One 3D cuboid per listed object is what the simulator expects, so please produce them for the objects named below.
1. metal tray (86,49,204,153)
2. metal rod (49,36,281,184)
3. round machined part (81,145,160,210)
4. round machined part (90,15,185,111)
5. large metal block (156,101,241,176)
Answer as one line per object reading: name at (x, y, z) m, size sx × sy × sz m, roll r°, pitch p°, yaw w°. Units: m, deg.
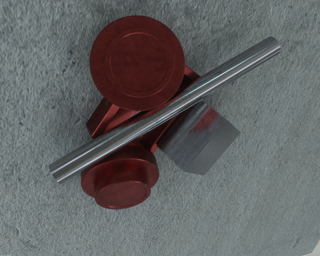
metal tray at (-0.017, -0.029, 0.378) m, size 0.090 × 0.030 × 0.130 m, roll 27°, pitch 103°, yaw -38°
metal rod at (0.013, -0.026, 0.362) m, size 0.301 × 0.025 × 0.025 m, roll -31°, pitch 129°, yaw -9°
round machined part at (-0.048, 0.068, 0.391) m, size 0.099 × 0.042 × 0.097 m, roll -9°, pitch 140°, yaw -7°
round machined part at (-0.022, -0.066, 0.318) m, size 0.099 × 0.042 × 0.097 m, roll -1°, pitch 97°, yaw -8°
large metal block at (0.054, 0.014, 0.412) m, size 0.080 × 0.050 × 0.080 m, roll -51°, pitch 153°, yaw 7°
